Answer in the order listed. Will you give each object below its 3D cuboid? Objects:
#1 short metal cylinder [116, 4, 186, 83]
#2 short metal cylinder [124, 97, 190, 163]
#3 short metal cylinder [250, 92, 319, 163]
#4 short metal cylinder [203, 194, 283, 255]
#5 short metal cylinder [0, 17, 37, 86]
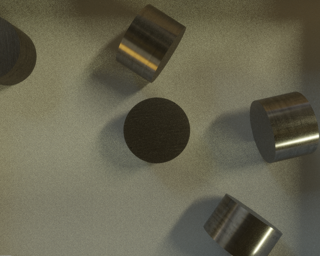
[{"bbox_3d":[-0.011,-0.103,0.384,0.050,0.080,0.080,33,90,0],"label":"short metal cylinder"},{"bbox_3d":[-0.004,0.003,0.399,0.081,0.050,0.080,0,90,0],"label":"short metal cylinder"},{"bbox_3d":[0.151,-0.001,0.385,0.050,0.080,0.080,-13,90,0],"label":"short metal cylinder"},{"bbox_3d":[0.102,0.126,0.385,0.080,0.080,0.050,34,90,0],"label":"short metal cylinder"},{"bbox_3d":[-0.209,-0.098,0.397,0.081,0.050,0.080,0,90,0],"label":"short metal cylinder"}]
